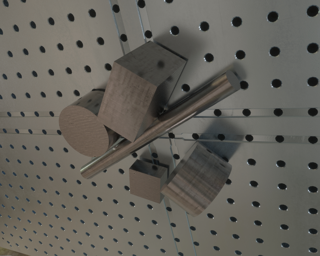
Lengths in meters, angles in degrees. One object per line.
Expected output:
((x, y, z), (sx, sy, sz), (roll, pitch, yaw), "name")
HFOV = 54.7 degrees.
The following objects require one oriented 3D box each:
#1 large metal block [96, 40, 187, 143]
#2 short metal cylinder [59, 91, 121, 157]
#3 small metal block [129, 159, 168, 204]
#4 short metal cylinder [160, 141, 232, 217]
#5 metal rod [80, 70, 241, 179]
((-0.021, -0.043, 0.355), (0.050, 0.080, 0.079), (32, 129, 7), "large metal block")
((-0.093, -0.006, 0.435), (0.080, 0.050, 0.079), (13, 124, 21), "short metal cylinder")
((-0.017, 0.080, 0.465), (0.050, 0.025, 0.050), (14, 124, 20), "small metal block")
((0.044, 0.063, 0.387), (0.050, 0.080, 0.080), (37, 129, 3), "short metal cylinder")
((-0.021, 0.011, 0.425), (0.299, 0.025, 0.025), (-32, 101, 38), "metal rod")
